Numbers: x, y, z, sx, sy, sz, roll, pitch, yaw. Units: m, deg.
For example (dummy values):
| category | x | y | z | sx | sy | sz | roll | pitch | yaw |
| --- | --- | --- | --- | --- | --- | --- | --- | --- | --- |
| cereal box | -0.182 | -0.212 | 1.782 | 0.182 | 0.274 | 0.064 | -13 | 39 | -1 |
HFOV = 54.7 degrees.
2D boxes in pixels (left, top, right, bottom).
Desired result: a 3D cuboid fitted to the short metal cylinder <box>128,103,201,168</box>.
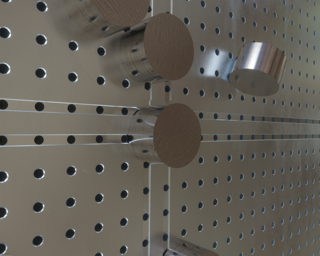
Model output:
| category | x | y | z | sx | sy | sz | roll | pitch | yaw |
| --- | --- | --- | --- | --- | --- | --- | --- | --- | --- |
| short metal cylinder | 0.007 | 0.009 | 0.398 | 0.081 | 0.050 | 0.079 | 0 | 90 | -40 |

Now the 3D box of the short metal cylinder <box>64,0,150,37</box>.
| category | x | y | z | sx | sy | sz | roll | pitch | yaw |
| --- | --- | --- | --- | --- | --- | --- | --- | --- | --- |
| short metal cylinder | -0.058 | -0.147 | 0.343 | 0.081 | 0.050 | 0.079 | 0 | 90 | -40 |

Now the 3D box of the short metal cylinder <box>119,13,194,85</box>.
| category | x | y | z | sx | sy | sz | roll | pitch | yaw |
| --- | --- | --- | --- | --- | --- | --- | --- | --- | --- |
| short metal cylinder | -0.003 | -0.097 | 0.389 | 0.081 | 0.050 | 0.079 | 0 | 90 | -40 |

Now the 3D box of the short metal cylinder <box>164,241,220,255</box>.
| category | x | y | z | sx | sy | sz | roll | pitch | yaw |
| --- | --- | --- | --- | --- | --- | --- | --- | --- | --- |
| short metal cylinder | 0.044 | 0.205 | 0.430 | 0.081 | 0.050 | 0.079 | 0 | 90 | -40 |

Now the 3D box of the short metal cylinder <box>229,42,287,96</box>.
| category | x | y | z | sx | sy | sz | roll | pitch | yaw |
| --- | --- | --- | --- | --- | --- | --- | --- | --- | --- |
| short metal cylinder | 0.160 | -0.094 | 0.506 | 0.080 | 0.080 | 0.050 | 35 | 69 | -35 |
